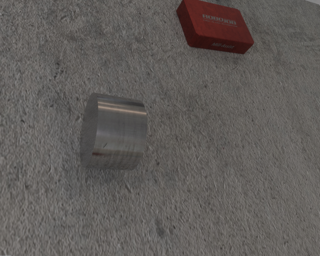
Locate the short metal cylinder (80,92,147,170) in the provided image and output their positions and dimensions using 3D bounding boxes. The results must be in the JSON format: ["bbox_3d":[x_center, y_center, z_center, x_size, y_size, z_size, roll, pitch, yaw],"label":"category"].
[{"bbox_3d":[-0.053,0.005,0.337,0.050,0.080,0.080,8,59,-24],"label":"short metal cylinder"}]

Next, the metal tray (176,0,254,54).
[{"bbox_3d":[0.102,-0.186,0.569,0.131,0.030,0.090,-1,62,-29],"label":"metal tray"}]
